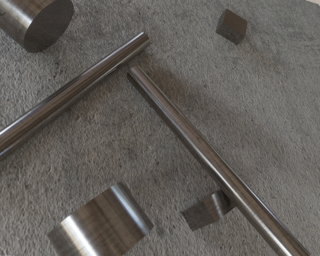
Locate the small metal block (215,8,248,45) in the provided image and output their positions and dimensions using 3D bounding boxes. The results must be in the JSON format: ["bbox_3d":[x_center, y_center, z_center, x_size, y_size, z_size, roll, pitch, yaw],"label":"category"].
[{"bbox_3d":[0.139,-0.196,0.598,0.050,0.025,0.050,27,52,-11],"label":"small metal block"}]

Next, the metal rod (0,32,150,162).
[{"bbox_3d":[-0.103,-0.046,0.376,0.025,0.025,0.301,41,51,0],"label":"metal rod"}]

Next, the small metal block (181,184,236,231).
[{"bbox_3d":[0.061,0.093,0.364,0.050,0.050,0.025,-23,74,-36],"label":"small metal block"}]

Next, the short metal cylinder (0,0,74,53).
[{"bbox_3d":[-0.151,-0.137,0.371,0.050,0.080,0.080,41,51,-1],"label":"short metal cylinder"}]

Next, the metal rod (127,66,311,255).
[{"bbox_3d":[0.050,0.026,0.366,0.025,0.025,0.300,-19,57,-35],"label":"metal rod"}]

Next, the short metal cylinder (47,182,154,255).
[{"bbox_3d":[-0.053,0.094,0.283,0.081,0.080,0.050,-31,79,-38],"label":"short metal cylinder"}]
